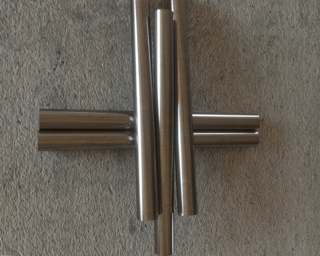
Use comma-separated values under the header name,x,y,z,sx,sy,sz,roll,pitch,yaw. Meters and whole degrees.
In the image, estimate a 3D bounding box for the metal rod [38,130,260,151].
name,x,y,z,sx,sy,sz,roll,pitch,yaw
metal rod,0.000,0.015,0.412,0.303,0.025,0.025,0,90,-21

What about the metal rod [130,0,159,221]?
name,x,y,z,sx,sy,sz,roll,pitch,yaw
metal rod,-0.021,-0.042,0.381,0.025,0.025,0.298,0,82,-20

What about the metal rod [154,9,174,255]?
name,x,y,z,sx,sy,sz,roll,pitch,yaw
metal rod,0.005,0.006,0.386,0.025,0.025,0.298,0,90,-20

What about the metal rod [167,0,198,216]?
name,x,y,z,sx,sy,sz,roll,pitch,yaw
metal rod,0.028,-0.042,0.399,0.025,0.025,0.298,0,82,-20

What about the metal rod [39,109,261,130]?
name,x,y,z,sx,sy,sz,roll,pitch,yaw
metal rod,0.002,-0.010,0.413,0.303,0.025,0.025,0,90,-21
